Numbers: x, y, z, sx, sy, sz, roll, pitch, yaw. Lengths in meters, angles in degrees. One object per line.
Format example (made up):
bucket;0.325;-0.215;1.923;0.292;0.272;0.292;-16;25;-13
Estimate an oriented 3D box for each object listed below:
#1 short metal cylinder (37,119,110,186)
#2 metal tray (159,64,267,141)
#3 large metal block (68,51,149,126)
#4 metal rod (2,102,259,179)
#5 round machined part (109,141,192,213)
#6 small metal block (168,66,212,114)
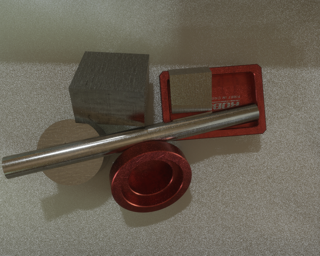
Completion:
short metal cylinder;-0.107;0.029;0.395;0.081;0.050;0.079;0;90;-1
metal tray;0.067;-0.032;0.408;0.131;0.030;0.089;-5;90;-1
large metal block;-0.056;-0.049;0.374;0.081;0.080;0.050;3;132;0
metal rod;-0.024;0.011;0.368;0.302;0.025;0.025;-13;90;-11
round machined part;-0.014;0.056;0.385;0.099;0.042;0.097;-8;124;-12
small metal block;0.038;-0.048;0.389;0.050;0.025;0.050;-5;116;0
